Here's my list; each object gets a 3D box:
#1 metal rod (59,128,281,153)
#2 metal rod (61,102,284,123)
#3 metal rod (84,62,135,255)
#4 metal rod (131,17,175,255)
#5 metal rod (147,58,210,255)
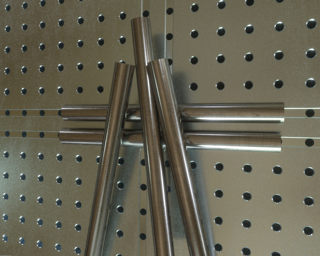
[{"bbox_3d":[-0.001,0.014,0.412,0.301,0.025,0.025,1,90,19],"label":"metal rod"},{"bbox_3d":[0.003,-0.020,0.411,0.301,0.025,0.025,1,90,19],"label":"metal rod"},{"bbox_3d":[-0.072,0.063,0.417,0.025,0.025,0.298,15,102,19],"label":"metal rod"},{"bbox_3d":[-0.009,0.012,0.389,0.025,0.025,0.298,-7,88,19],"label":"metal rod"},{"bbox_3d":[0.029,0.065,0.382,0.025,0.025,0.298,-11,93,19],"label":"metal rod"}]
